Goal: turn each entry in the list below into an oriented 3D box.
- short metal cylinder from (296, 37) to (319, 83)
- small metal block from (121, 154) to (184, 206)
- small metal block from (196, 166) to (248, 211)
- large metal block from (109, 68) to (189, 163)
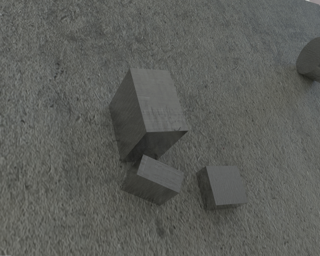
[{"bbox_3d":[0.326,-0.137,0.627,0.050,0.080,0.080,22,54,-16],"label":"short metal cylinder"},{"bbox_3d":[-0.009,0.060,0.346,0.050,0.050,0.025,26,53,-12],"label":"small metal block"},{"bbox_3d":[0.079,0.077,0.399,0.050,0.025,0.050,3,60,-27],"label":"small metal block"},{"bbox_3d":[-0.018,-0.013,0.367,0.050,0.080,0.080,-2,63,-29],"label":"large metal block"}]
